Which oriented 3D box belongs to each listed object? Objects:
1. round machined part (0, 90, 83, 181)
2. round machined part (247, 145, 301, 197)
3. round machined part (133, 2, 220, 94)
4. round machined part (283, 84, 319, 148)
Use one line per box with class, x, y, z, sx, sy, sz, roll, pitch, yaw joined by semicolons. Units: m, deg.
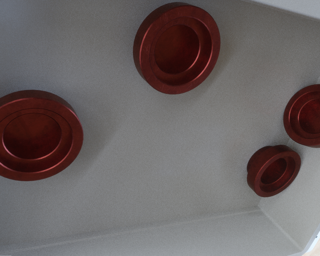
round machined part;-0.135;0.005;0.327;0.099;0.042;0.097;-14;124;-21
round machined part;0.194;0.070;0.545;0.099;0.042;0.097;-12;123;-19
round machined part;0.015;-0.091;0.350;0.099;0.042;0.097;-14;124;-21
round machined part;0.250;-0.016;0.488;0.042;0.098;0.097;15;111;-34
